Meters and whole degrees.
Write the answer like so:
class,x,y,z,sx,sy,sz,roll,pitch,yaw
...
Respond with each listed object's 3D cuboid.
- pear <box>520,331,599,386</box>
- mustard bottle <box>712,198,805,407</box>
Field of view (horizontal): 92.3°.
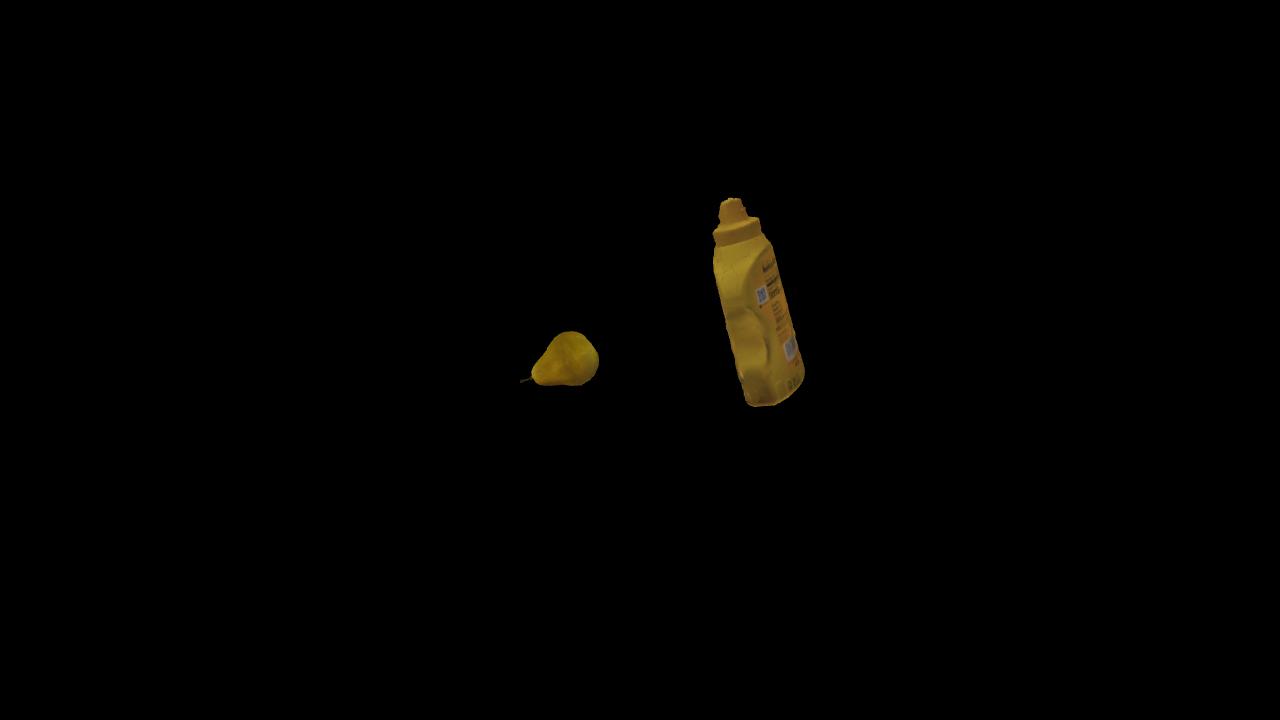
class,x,y,z,sx,sy,sz,roll,pitch,yaw
pear,-0.115,0.010,0.868,0.111,0.080,0.080,-34,9,-14
mustard bottle,0.104,-0.057,0.562,0.054,0.184,0.092,-3,23,38
